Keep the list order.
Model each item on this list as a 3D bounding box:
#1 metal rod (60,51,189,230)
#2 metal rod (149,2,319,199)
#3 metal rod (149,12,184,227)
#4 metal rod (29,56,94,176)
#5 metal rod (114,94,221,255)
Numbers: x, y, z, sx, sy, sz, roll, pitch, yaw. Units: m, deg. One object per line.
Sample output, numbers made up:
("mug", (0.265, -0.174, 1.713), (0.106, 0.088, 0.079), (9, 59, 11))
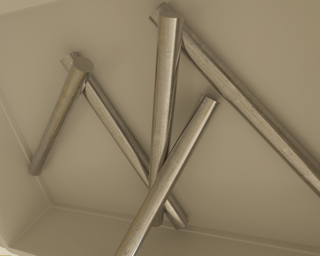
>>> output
("metal rod", (-0.045, 0.027, 0.448), (0.025, 0.025, 0.299), (-23, 107, 36))
("metal rod", (0.102, -0.019, 0.342), (0.300, 0.025, 0.025), (46, 129, -4))
("metal rod", (0.002, 0.014, 0.382), (0.025, 0.025, 0.298), (17, 125, 18))
("metal rod", (-0.162, 0.001, 0.475), (0.025, 0.025, 0.298), (42, 135, -1))
("metal rod", (-0.007, 0.094, 0.393), (0.025, 0.025, 0.298), (30, 104, 9))
